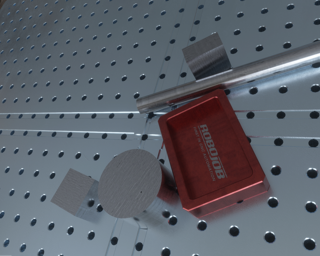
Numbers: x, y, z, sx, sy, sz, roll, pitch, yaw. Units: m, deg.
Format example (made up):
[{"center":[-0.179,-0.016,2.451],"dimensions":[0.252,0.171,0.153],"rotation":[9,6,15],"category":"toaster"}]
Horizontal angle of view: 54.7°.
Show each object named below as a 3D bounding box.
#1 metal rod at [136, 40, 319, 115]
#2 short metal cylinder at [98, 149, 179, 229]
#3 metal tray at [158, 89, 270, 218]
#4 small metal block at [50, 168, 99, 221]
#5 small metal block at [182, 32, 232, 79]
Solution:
[{"center":[0.109,-0.068,0.392],"dimensions":[0.301,0.025,0.025],"rotation":[-16,56,19],"category":"metal rod"},{"center":[-0.024,0.071,0.361],"dimensions":[0.080,0.050,0.080],"rotation":[-13,56,21],"category":"short metal cylinder"},{"center":[0.056,0.025,0.359],"dimensions":[0.090,0.030,0.130],"rotation":[-25,53,12],"category":"metal tray"},{"center":[-0.109,0.087,0.412],"dimensions":[0.050,0.025,0.050],"rotation":[16,70,34],"category":"small metal block"},{"center":[0.064,-0.092,0.415],"dimensions":[0.050,0.050,0.025],"rotation":[-23,53,14],"category":"small metal block"}]
